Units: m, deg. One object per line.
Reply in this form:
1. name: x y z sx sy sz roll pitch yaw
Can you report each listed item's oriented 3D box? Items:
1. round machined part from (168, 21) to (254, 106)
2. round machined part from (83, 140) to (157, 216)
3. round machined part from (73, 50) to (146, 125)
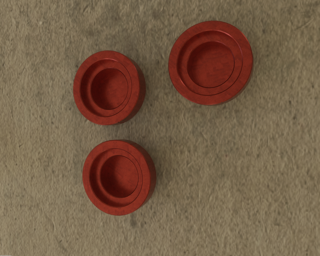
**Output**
1. round machined part: 0.063 -0.075 0.377 0.098 0.042 0.097 0 90 19
2. round machined part: -0.050 0.064 0.417 0.098 0.042 0.097 0 90 19
3. round machined part: -0.064 -0.052 0.421 0.098 0.042 0.097 0 90 19
